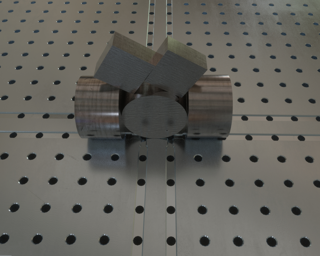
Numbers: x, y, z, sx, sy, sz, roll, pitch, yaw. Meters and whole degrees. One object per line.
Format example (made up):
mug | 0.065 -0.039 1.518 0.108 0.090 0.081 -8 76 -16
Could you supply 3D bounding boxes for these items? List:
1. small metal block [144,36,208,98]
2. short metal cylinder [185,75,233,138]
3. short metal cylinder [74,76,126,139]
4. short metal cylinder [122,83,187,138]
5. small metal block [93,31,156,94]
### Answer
small metal block | 0.017 -0.067 0.348 0.050 0.050 0.025 21 46 -23
short metal cylinder | 0.059 -0.027 0.394 0.050 0.080 0.080 0 50 1
short metal cylinder | -0.072 -0.026 0.392 0.050 0.080 0.080 1 50 1
short metal cylinder | -0.006 -0.031 0.397 0.080 0.080 0.050 1 50 1
small metal block | -0.039 -0.071 0.345 0.050 0.050 0.025 22 46 -23
